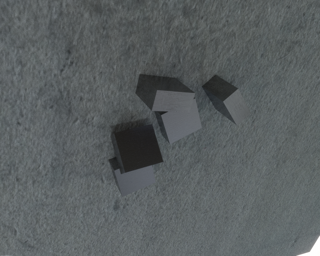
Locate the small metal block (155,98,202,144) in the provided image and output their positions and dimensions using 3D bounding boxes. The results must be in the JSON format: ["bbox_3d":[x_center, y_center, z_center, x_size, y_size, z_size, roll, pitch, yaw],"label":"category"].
[{"bbox_3d":[0.024,-0.014,0.413,0.050,0.025,0.050,-27,128,-12],"label":"small metal block"}]

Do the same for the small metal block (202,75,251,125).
[{"bbox_3d":[0.089,-0.038,0.418,0.025,0.050,0.050,-41,130,-1],"label":"small metal block"}]

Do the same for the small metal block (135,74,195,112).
[{"bbox_3d":[0.005,-0.042,0.369,0.050,0.050,0.025,1,118,-29],"label":"small metal block"}]

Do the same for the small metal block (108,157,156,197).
[{"bbox_3d":[-0.037,0.060,0.425,0.050,0.025,0.050,-21,127,-16],"label":"small metal block"}]

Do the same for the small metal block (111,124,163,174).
[{"bbox_3d":[-0.030,0.027,0.391,0.050,0.025,0.050,-14,82,-21],"label":"small metal block"}]
